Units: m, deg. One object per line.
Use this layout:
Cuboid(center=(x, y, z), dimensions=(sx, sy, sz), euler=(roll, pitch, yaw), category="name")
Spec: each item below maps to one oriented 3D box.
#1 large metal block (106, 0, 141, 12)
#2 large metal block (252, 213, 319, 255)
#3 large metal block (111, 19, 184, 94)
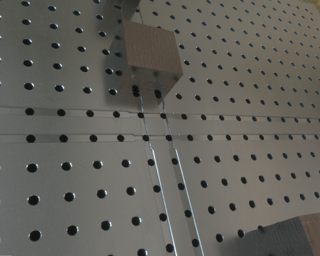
Cuboid(center=(-0.049, -0.253, 0.502), dimensions=(0.050, 0.080, 0.080), euler=(12, 57, -22), category="large metal block")
Cuboid(center=(0.169, 0.153, 0.373), dimensions=(0.050, 0.080, 0.080), euler=(2, 61, -28), category="large metal block")
Cuboid(center=(-0.020, -0.100, 0.444), dimensions=(0.081, 0.050, 0.080), euler=(5, 60, -26), category="large metal block")
